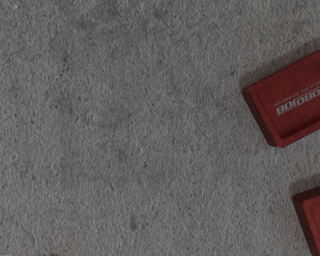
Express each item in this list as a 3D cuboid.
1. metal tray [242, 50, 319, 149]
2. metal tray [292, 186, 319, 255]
[{"bbox_3d":[0.188,-0.041,0.408,0.130,0.030,0.090,-27,90,0],"label":"metal tray"},{"bbox_3d":[0.255,0.114,0.409,0.131,0.030,0.090,-19,90,0],"label":"metal tray"}]
